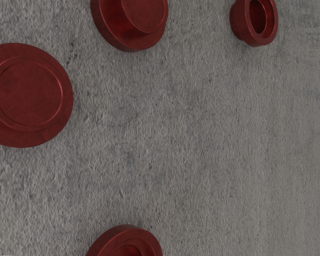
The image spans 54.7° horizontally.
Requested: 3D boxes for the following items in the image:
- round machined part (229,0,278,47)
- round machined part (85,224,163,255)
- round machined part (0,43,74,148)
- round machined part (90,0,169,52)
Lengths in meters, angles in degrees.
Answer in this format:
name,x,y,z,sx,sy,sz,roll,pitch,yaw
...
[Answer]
name,x,y,z,sx,sy,sz,roll,pitch,yaw
round machined part,0.155,-0.185,0.523,0.099,0.042,0.097,0,90,-40
round machined part,-0.047,0.159,0.354,0.099,0.042,0.097,0,90,-40
round machined part,-0.126,-0.030,0.287,0.099,0.042,0.097,0,90,-40
round machined part,-0.029,-0.143,0.369,0.099,0.042,0.097,0,90,-40
